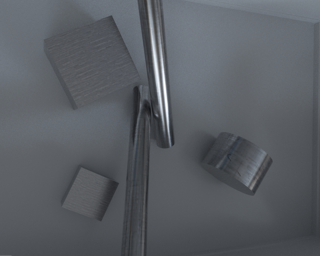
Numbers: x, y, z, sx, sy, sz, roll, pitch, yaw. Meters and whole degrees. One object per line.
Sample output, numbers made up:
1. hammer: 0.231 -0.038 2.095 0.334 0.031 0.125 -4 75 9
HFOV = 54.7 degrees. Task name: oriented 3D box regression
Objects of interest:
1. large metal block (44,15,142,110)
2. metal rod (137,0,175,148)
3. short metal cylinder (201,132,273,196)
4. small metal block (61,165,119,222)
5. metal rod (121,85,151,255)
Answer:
1. large metal block: -0.081 -0.075 0.368 0.081 0.050 0.080 -28 100 -18
2. metal rod: -0.007 -0.102 0.332 0.025 0.025 0.298 -21 127 -19
3. short metal cylinder: 0.103 0.049 0.421 0.080 0.080 0.050 37 78 -17
4. small metal block: -0.086 0.079 0.380 0.050 0.025 0.050 27 81 -18
5. metal rod: -0.025 0.081 0.330 0.025 0.025 0.299 13 58 -20
